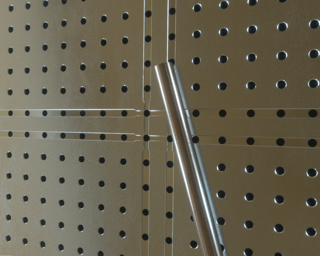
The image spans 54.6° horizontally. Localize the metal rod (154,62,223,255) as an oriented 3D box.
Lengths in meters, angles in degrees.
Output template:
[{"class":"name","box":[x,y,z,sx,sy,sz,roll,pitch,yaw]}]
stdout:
[{"class":"metal rod","box":[0.041,0.061,0.398,0.025,0.025,0.299,-16,85,19]}]
